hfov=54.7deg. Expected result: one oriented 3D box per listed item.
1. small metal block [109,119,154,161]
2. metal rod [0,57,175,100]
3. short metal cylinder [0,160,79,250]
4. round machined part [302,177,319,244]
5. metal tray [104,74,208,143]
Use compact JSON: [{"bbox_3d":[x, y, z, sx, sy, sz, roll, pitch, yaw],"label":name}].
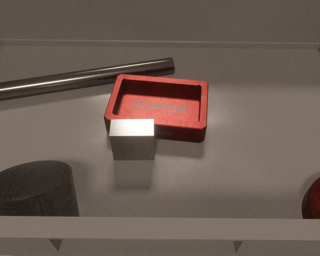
[{"bbox_3d":[-0.032,0.015,0.376,0.050,0.050,0.025,-1,50,-1],"label":"small metal block"},{"bbox_3d":[-0.127,-0.072,0.463,0.302,0.025,0.025,-10,51,-9],"label":"metal rod"},{"bbox_3d":[-0.124,0.072,0.305,0.080,0.050,0.080,-3,19,1],"label":"short metal cylinder"},{"bbox_3d":[0.206,0.087,0.323,0.099,0.042,0.098,0,50,0],"label":"round machined part"},{"bbox_3d":[-0.002,-0.029,0.426,0.131,0.030,0.090,6,50,4],"label":"metal tray"}]
